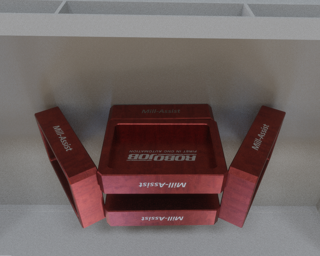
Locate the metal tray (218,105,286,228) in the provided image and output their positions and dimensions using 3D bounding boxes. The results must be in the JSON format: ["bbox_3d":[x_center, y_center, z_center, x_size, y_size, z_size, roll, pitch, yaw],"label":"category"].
[{"bbox_3d":[0.113,0.043,0.378,0.030,0.131,0.089,20,134,22],"label":"metal tray"}]

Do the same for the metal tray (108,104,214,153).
[{"bbox_3d":[0.002,0.013,0.415,0.131,0.030,0.089,-1,130,-1],"label":"metal tray"}]

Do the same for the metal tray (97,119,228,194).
[{"bbox_3d":[0.003,0.029,0.349,0.131,0.090,0.030,0,130,-1],"label":"metal tray"}]

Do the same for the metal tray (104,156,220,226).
[{"bbox_3d":[0.002,0.075,0.388,0.131,0.090,0.030,0,130,-1],"label":"metal tray"}]

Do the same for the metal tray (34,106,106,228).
[{"bbox_3d":[-0.110,0.044,0.377,0.030,0.130,0.089,-22,136,-24],"label":"metal tray"}]
